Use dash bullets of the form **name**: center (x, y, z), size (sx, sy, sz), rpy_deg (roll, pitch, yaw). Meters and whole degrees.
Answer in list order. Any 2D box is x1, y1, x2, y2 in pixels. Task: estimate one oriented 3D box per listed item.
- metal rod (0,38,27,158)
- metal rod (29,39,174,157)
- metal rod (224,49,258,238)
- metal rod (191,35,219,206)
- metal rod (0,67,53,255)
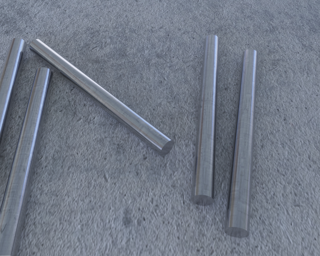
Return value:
- **metal rod**: center (-0.217, -0.027, 0.423), size (0.025, 0.025, 0.300), rpy_deg (-6, 50, -5)
- **metal rod**: center (-0.098, -0.056, 0.448), size (0.300, 0.025, 0.025), rpy_deg (37, 59, 27)
- **metal rod**: center (0.112, -0.006, 0.408), size (0.025, 0.025, 0.300), rpy_deg (10, 51, 8)
- **metal rod**: center (0.067, -0.035, 0.432), size (0.025, 0.025, 0.300), rpy_deg (6, 50, 5)
- **metal rod**: center (-0.162, 0.032, 0.375), size (0.025, 0.025, 0.300), rpy_deg (-4, 50, -3)
